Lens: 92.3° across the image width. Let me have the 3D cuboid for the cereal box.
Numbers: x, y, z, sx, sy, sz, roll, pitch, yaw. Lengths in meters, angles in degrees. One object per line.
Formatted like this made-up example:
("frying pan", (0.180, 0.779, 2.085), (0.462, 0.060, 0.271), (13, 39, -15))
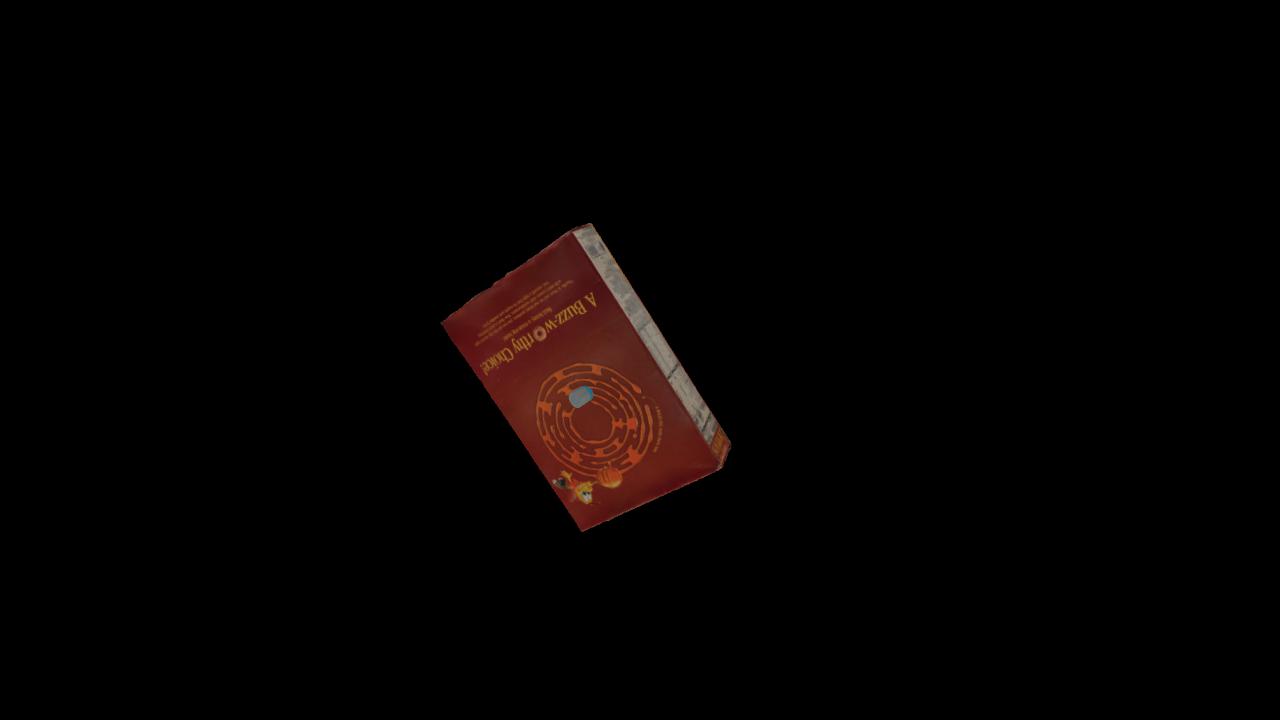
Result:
("cereal box", (-0.060, 0.028, 0.711), (0.203, 0.306, 0.081), (-30, 8, 23))

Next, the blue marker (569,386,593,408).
("blue marker", (-0.035, 0.021, 0.701), (0.020, 0.020, 0.121), (0, 22, 38))
